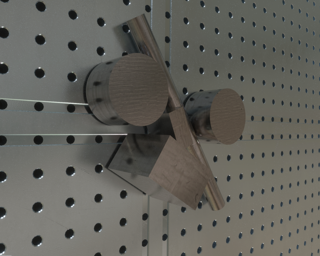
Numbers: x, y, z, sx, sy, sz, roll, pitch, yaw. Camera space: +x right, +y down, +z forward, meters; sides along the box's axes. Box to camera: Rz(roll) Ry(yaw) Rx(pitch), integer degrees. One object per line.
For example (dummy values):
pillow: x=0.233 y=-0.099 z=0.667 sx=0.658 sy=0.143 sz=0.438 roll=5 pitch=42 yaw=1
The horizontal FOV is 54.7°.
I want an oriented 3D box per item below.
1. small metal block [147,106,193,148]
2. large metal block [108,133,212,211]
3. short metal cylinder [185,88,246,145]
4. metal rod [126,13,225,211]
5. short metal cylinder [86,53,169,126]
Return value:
small metal block: x=0.010 y=0.001 z=0.396 sx=0.025 sy=0.050 sz=0.050 roll=-27 pitch=107 yaw=-37
large metal block: x=0.000 y=0.050 z=0.368 sx=0.080 sy=0.080 sz=0.050 roll=41 pitch=66 yaw=-32
short metal cylinder: x=0.081 y=-0.016 z=0.456 sx=0.081 sy=0.050 sz=0.079 roll=0 pitch=90 yaw=-40
metal rod: x=0.029 y=-0.008 z=0.429 sx=0.025 sy=0.025 sz=0.299 roll=-39 pitch=114 yaw=-33
short metal cylinder: x=-0.037 y=-0.042 z=0.357 sx=0.081 sy=0.050 sz=0.079 roll=0 pitch=90 yaw=-40
